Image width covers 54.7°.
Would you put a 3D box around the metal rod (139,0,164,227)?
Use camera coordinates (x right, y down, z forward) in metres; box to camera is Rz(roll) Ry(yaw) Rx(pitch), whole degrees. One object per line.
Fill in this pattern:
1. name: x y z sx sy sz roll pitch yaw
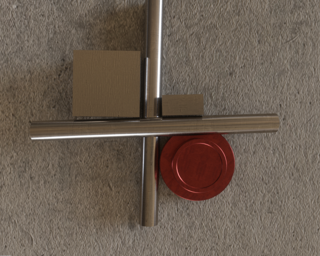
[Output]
1. metal rod: -0.011 -0.022 0.411 0.025 0.025 0.298 2 90 -1

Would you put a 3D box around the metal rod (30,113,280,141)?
1. metal rod: -0.002 -0.001 0.386 0.302 0.025 0.025 -2 90 -5

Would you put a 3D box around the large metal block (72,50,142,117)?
1. large metal block: -0.064 -0.054 0.397 0.081 0.050 0.079 1 90 -1

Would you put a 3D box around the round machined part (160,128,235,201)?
1. round machined part: 0.049 0.047 0.402 0.099 0.042 0.097 0 90 -1

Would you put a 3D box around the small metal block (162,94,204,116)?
1. small metal block: 0.028 -0.028 0.399 0.050 0.050 0.025 -1 90 -1
